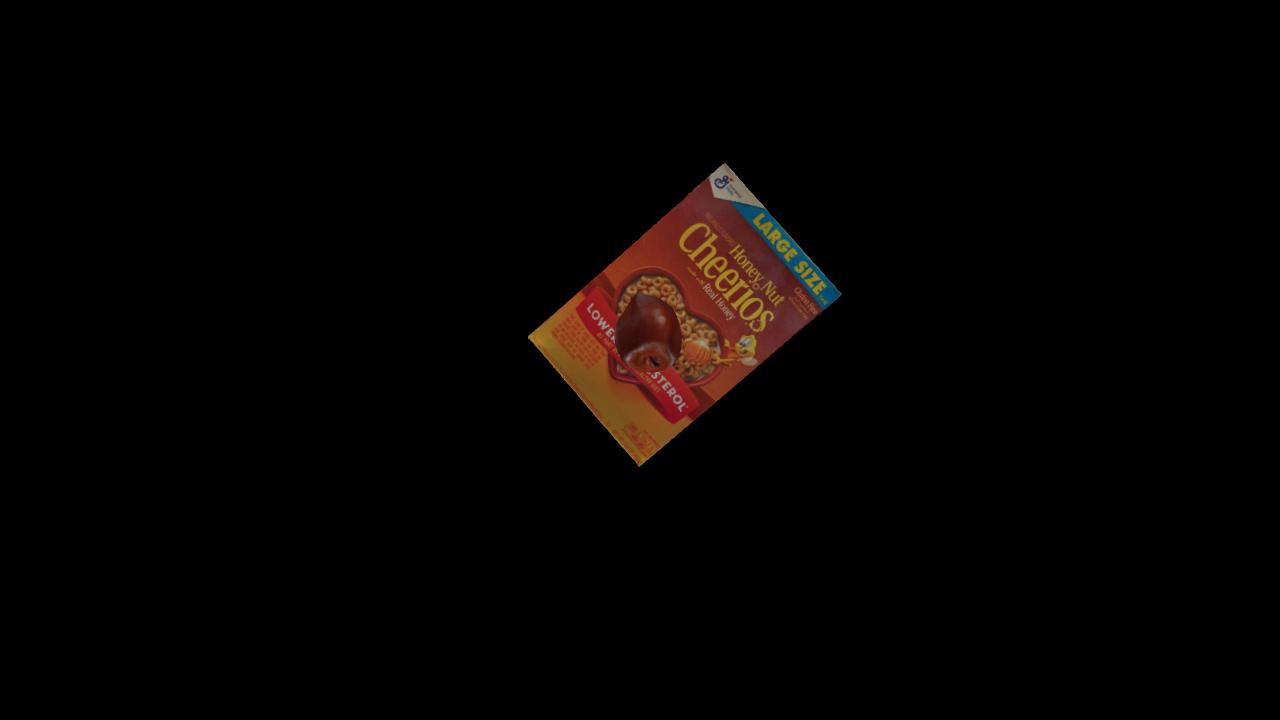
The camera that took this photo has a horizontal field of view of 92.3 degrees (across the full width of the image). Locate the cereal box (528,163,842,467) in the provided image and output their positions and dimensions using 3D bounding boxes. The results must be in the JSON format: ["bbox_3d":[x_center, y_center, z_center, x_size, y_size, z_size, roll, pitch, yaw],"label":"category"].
[{"bbox_3d":[0.050,-0.051,0.726,0.306,0.203,0.081,-40,0,4],"label":"cereal box"}]

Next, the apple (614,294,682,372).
[{"bbox_3d":[0.011,-0.030,0.694,0.079,0.093,0.079,-5,-33,-3],"label":"apple"}]
